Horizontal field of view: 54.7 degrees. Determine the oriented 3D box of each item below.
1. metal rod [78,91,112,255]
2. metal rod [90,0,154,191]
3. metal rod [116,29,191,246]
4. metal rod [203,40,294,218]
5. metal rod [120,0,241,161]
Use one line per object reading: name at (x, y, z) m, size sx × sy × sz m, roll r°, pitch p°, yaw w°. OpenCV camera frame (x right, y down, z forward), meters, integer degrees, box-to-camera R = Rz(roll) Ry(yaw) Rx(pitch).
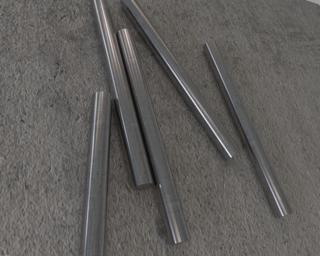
metal rod at (-0.066, 0.091, 0.312) m, size 0.025 × 0.025 × 0.299 m, roll 11°, pitch 57°, yaw -22°
metal rod at (-0.056, -0.065, 0.412) m, size 0.025 × 0.025 × 0.299 m, roll -2°, pitch 63°, yaw -29°
metal rod at (-0.016, -0.006, 0.398) m, size 0.025 × 0.025 × 0.299 m, roll -2°, pitch 63°, yaw -29°
metal rod at (0.128, -0.012, 0.479) m, size 0.025 × 0.025 × 0.299 m, roll -4°, pitch 64°, yaw -30°
metal rod at (0.025, -0.084, 0.467) m, size 0.025 × 0.025 × 0.299 m, roll -23°, pitch 74°, yaw -36°
